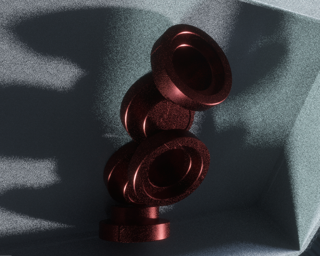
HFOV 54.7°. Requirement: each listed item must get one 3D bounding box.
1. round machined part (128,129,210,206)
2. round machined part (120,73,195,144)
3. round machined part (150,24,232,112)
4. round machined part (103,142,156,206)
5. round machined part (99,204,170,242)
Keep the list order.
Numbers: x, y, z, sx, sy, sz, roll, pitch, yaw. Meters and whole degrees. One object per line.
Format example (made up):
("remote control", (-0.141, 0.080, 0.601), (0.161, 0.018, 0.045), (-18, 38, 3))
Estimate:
("round machined part", (0.007, 0.043, 0.372), (0.099, 0.042, 0.097), (-14, 125, -21))
("round machined part", (0.004, -0.017, 0.388), (0.099, 0.042, 0.097), (-14, 125, -21))
("round machined part", (0.031, -0.064, 0.351), (0.099, 0.098, 0.042), (7, 157, -32))
("round machined part", (-0.024, 0.069, 0.426), (0.099, 0.042, 0.097), (-14, 125, -21))
("round machined part", (-0.035, 0.130, 0.435), (0.099, 0.098, 0.042), (6, 78, -32))
